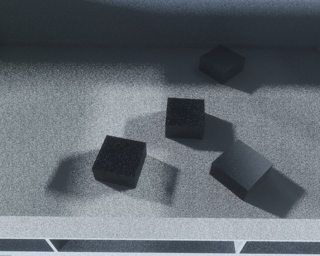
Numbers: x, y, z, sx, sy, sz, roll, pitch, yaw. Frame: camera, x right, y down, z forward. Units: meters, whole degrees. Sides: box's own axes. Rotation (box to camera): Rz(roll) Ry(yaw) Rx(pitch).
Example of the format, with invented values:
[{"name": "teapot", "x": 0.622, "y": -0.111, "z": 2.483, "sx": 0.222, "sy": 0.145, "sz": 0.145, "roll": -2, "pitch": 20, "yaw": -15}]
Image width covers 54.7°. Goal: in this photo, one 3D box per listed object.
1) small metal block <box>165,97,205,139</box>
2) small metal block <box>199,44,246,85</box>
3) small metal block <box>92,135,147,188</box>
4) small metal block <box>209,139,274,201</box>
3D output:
[{"name": "small metal block", "x": 0.034, "y": -0.013, "z": 0.417, "sx": 0.050, "sy": 0.025, "sz": 0.050, "roll": 3, "pitch": 50, "yaw": 2}, {"name": "small metal block", "x": 0.098, "y": -0.102, "z": 0.492, "sx": 0.050, "sy": 0.025, "sz": 0.050, "roll": -35, "pitch": 59, "yaw": -26}, {"name": "small metal block", "x": -0.047, "y": 0.040, "z": 0.371, "sx": 0.050, "sy": 0.025, "sz": 0.050, "roll": 10, "pitch": 51, "yaw": 8}, {"name": "small metal block", "x": 0.095, "y": 0.048, "z": 0.366, "sx": 0.050, "sy": 0.025, "sz": 0.050, "roll": -36, "pitch": 59, "yaw": -27}]
